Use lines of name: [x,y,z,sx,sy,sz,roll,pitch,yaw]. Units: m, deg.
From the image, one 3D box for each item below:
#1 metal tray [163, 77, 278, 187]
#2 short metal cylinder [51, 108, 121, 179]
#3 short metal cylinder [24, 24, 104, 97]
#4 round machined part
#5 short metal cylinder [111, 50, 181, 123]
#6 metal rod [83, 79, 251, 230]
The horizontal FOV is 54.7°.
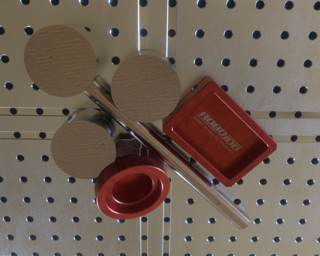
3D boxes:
metal tray: [0.078,0.008,0.413,0.130,0.030,0.090,42,105,-14]
short metal cylinder: [-0.094,0.020,0.406,0.081,0.050,0.079,0,110,0]
short metal cylinder: [-0.111,-0.082,0.369,0.081,0.050,0.079,0,110,0]
round machined part: [-0.039,0.075,0.420,0.099,0.042,0.097,-11,127,-15]
short metal cylinder: [-0.016,-0.052,0.380,0.081,0.050,0.079,0,110,0]
metal rod: [0.019,0.044,0.430,0.300,0.025,0.025,42,105,-14]
